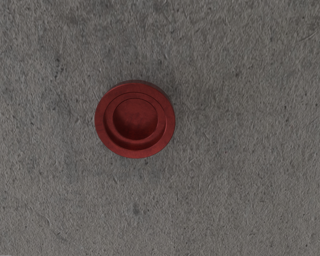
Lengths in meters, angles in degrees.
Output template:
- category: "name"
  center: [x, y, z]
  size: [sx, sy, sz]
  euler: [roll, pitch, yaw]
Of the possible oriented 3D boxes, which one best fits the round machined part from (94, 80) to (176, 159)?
- category: "round machined part"
  center: [-0.030, -0.014, 0.395]
  size: [0.099, 0.042, 0.097]
  euler: [0, 110, 0]
